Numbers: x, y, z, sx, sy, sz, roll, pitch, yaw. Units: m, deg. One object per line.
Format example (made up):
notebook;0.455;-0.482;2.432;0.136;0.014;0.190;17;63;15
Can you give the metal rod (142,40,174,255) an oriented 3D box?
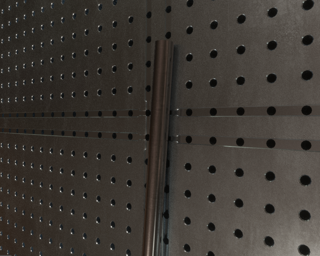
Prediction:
metal rod;-0.003;0.037;0.410;0.025;0.025;0.298;6;94;39
